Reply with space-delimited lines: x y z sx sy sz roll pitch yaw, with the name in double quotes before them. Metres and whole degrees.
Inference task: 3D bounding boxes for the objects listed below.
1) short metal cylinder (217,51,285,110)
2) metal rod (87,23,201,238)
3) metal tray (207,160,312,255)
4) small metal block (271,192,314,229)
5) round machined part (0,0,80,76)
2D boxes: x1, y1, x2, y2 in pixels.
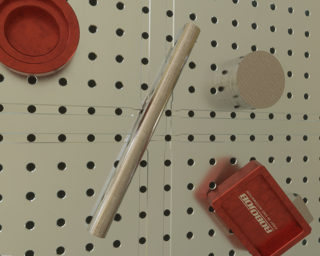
"short metal cylinder" 0.131 -0.066 0.447 0.081 0.050 0.079 0 90 -20
"metal rod" -0.017 -0.004 0.406 0.025 0.025 0.299 28 81 -18
"metal tray" 0.142 0.123 0.445 0.090 0.030 0.130 -39 101 3
"small metal block" 0.207 0.138 0.489 0.050 0.025 0.050 -37 102 -16
"round machined part" -0.143 -0.107 0.350 0.099 0.042 0.097 0 90 -20
